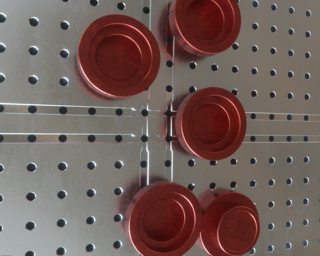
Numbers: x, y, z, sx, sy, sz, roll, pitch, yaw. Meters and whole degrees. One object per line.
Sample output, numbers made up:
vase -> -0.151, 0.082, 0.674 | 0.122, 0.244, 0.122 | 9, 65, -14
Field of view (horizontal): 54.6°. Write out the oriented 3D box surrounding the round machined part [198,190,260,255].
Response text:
round machined part -> 0.101, 0.140, 0.441 | 0.099, 0.042, 0.097 | 0, 90, -20

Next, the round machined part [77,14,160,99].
round machined part -> -0.053, -0.085, 0.384 | 0.099, 0.042, 0.097 | 0, 90, -20

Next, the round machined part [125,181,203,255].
round machined part -> 0.002, 0.117, 0.404 | 0.099, 0.042, 0.097 | 0, 90, -20

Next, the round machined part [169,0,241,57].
round machined part -> 0.057, -0.146, 0.424 | 0.099, 0.042, 0.097 | 0, 90, -20

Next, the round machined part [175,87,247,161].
round machined part -> 0.066, -0.006, 0.428 | 0.099, 0.042, 0.097 | 0, 90, -20
